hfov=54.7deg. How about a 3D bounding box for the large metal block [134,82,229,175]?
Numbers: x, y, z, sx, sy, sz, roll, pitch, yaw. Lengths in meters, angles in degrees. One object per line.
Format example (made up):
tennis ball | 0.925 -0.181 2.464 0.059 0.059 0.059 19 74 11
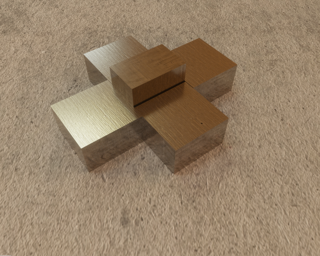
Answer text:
large metal block | 0.025 -0.002 0.390 0.081 0.050 0.080 -30 56 -23

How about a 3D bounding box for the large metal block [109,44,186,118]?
large metal block | -0.015 -0.053 0.413 0.081 0.080 0.050 -30 56 -23

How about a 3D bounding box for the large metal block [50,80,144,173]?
large metal block | -0.077 -0.005 0.390 0.081 0.050 0.080 -30 56 -23

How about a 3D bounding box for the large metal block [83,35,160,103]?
large metal block | -0.053 -0.083 0.457 0.081 0.050 0.080 -30 56 -23

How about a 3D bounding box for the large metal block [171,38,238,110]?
large metal block | 0.051 -0.079 0.454 0.081 0.050 0.080 -30 56 -23
